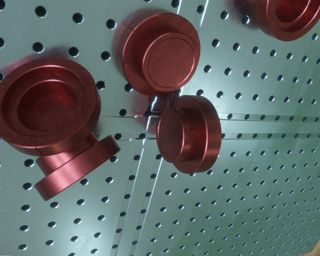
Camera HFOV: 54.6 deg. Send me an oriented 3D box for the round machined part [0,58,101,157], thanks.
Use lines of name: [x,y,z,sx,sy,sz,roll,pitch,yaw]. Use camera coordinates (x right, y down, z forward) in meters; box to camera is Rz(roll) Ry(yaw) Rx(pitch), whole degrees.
round machined part: [-0.106,-0.017,0.302,0.098,0.098,0.042,-27,156,-11]

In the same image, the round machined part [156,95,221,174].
round machined part: [0.029,0.008,0.384,0.042,0.098,0.097,-1,119,-28]

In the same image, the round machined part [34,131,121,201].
round machined part: [-0.096,0.034,0.345,0.098,0.098,0.042,-34,92,-6]

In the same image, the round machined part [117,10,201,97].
round machined part: [0.004,-0.080,0.352,0.099,0.042,0.097,-14,124,-21]

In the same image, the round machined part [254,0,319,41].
round machined part: [0.158,-0.162,0.385,0.099,0.042,0.097,-14,124,-21]
